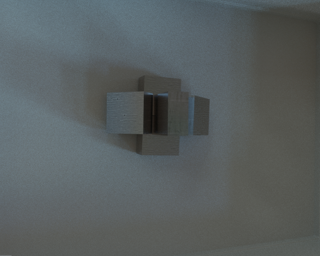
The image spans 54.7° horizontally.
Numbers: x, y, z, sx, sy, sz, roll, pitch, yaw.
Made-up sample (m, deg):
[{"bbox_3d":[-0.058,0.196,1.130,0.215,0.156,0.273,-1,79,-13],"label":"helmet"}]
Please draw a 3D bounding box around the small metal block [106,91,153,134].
[{"bbox_3d":[-0.037,-0.018,0.380,0.050,0.025,0.050,1,90,23],"label":"small metal block"}]

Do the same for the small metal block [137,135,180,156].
[{"bbox_3d":[-0.002,0.010,0.407,0.050,0.025,0.050,3,89,-20],"label":"small metal block"}]

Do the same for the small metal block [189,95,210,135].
[{"bbox_3d":[0.044,-0.016,0.412,0.050,0.025,0.050,2,90,-59],"label":"small metal block"}]

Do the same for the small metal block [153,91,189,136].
[{"bbox_3d":[0.012,-0.016,0.372,0.025,0.050,0.050,1,90,-21],"label":"small metal block"}]

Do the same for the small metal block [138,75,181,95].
[{"bbox_3d":[-0.001,-0.040,0.407,0.050,0.025,0.050,3,89,-21],"label":"small metal block"}]
